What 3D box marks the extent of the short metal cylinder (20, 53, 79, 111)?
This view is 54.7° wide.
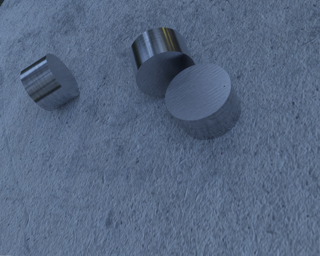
[{"bbox_3d":[-0.179,-0.074,0.509,0.050,0.080,0.080,-30,52,9],"label":"short metal cylinder"}]

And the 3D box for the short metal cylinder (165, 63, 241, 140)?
[{"bbox_3d":[0.053,-0.032,0.380,0.080,0.050,0.080,-13,56,21],"label":"short metal cylinder"}]

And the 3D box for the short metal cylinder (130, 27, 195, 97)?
[{"bbox_3d":[0.003,-0.088,0.421,0.080,0.080,0.050,-25,53,13],"label":"short metal cylinder"}]
